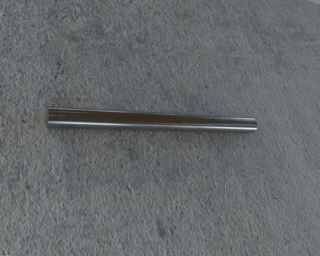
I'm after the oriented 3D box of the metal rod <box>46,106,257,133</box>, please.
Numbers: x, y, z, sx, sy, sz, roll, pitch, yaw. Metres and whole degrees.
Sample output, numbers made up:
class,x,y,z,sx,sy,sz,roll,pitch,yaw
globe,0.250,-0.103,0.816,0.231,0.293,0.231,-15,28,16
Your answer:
class,x,y,z,sx,sy,sz,roll,pitch,yaw
metal rod,0.009,-0.008,0.414,0.302,0.025,0.025,2,61,-27
